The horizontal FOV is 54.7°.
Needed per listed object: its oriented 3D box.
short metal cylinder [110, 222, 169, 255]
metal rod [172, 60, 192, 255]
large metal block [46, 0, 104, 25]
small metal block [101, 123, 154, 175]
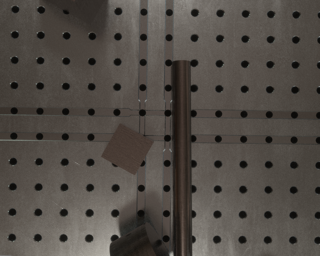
[{"bbox_3d":[-0.020,0.167,0.386,0.050,0.080,0.080,-30,90,0],"label":"short metal cylinder"},{"bbox_3d":[0.030,0.061,0.413,0.025,0.025,0.298,0,90,-1],"label":"metal rod"},{"bbox_3d":[-0.118,-0.182,0.384,0.080,0.080,0.050,29,90,-1],"label":"large metal block"},{"bbox_3d":[-0.042,0.028,0.413,0.050,0.025,0.050,29,90,-1],"label":"small metal block"}]
